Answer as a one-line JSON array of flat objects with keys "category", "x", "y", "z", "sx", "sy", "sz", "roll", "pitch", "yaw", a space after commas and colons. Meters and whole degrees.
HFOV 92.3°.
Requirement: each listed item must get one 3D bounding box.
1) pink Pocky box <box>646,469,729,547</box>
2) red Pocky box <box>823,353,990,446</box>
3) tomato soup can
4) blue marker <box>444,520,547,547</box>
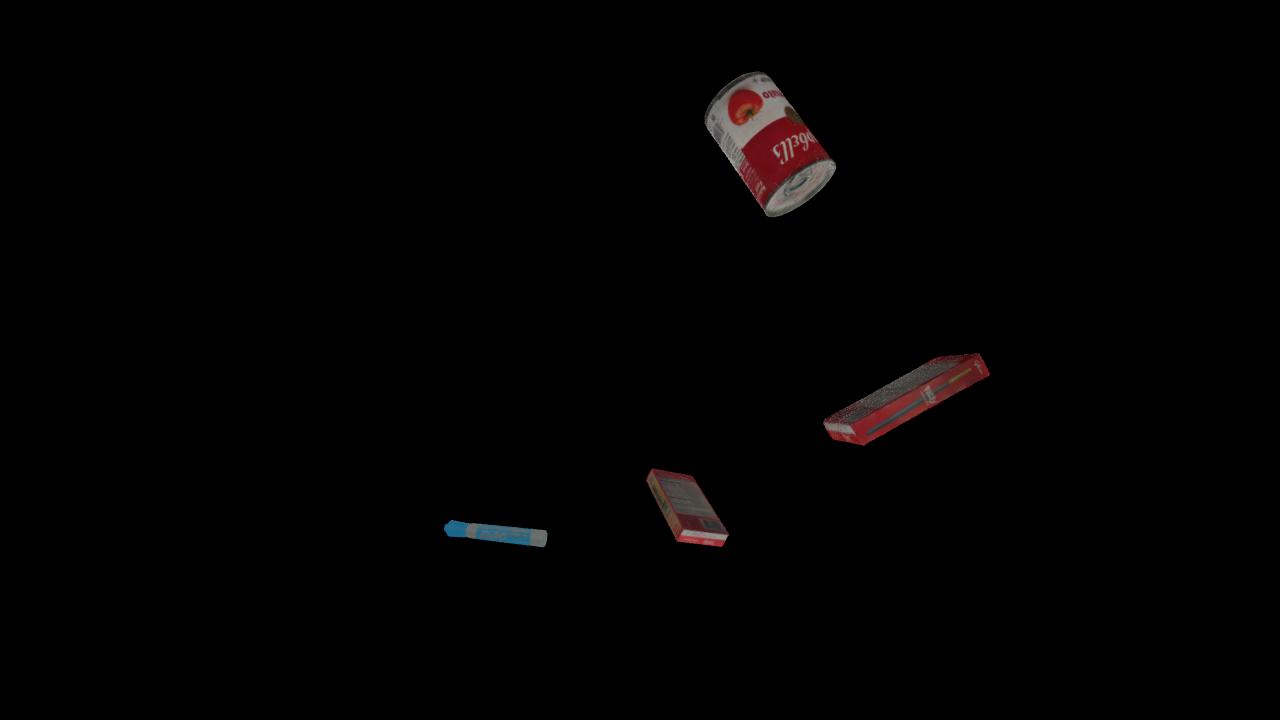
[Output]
[{"category": "pink Pocky box", "x": 0.072, "y": 0.233, "z": 0.980, "sx": 0.084, "sy": 0.029, "sz": 0.155, "roll": 15, "pitch": 20, "yaw": -25}, {"category": "red Pocky box", "x": 0.278, "y": 0.041, "z": 0.651, "sx": 0.155, "sy": 0.028, "sz": 0.083, "roll": -28, "pitch": -2, "yaw": -4}, {"category": "tomato soup can", "x": 0.107, "y": -0.181, "z": 0.518, "sx": 0.068, "sy": 0.101, "sz": 0.068, "roll": -28, "pitch": -16, "yaw": -8}, {"category": "blue marker", "x": -0.167, "y": 0.200, "z": 0.708, "sx": 0.121, "sy": 0.020, "sz": 0.020, "roll": 4, "pitch": 1, "yaw": 9}]
